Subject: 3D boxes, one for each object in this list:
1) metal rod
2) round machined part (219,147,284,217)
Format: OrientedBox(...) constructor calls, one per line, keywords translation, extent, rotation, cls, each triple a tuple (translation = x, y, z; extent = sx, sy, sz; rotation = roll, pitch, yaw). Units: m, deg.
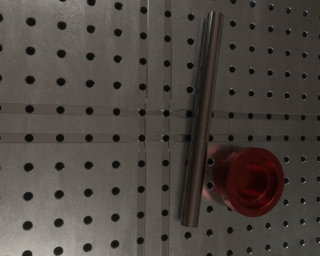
OrientedBox(translation=(0.060, -0.013, 0.435), extent=(0.025, 0.025, 0.298), rotation=(9, 87, -20), cls="metal rod")
OrientedBox(translation=(0.128, 0.076, 0.453), extent=(0.099, 0.042, 0.097), rotation=(0, 90, -21), cls="round machined part")
